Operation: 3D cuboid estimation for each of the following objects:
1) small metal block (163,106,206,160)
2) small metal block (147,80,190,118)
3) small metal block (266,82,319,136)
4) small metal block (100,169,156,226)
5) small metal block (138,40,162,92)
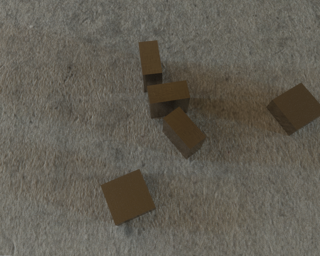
[{"bbox_3d":[0.029,0.008,0.392,0.025,0.050,0.050,-37,75,-12],"label":"small metal block"},{"bbox_3d":[0.010,-0.037,0.408,0.050,0.050,0.025,-9,71,-4],"label":"small metal block"},{"bbox_3d":[0.183,-0.025,0.420,0.050,0.025,0.050,-30,73,-11],"label":"small metal block"},{"bbox_3d":[-0.038,0.085,0.377,0.050,0.025,0.050,-22,72,-8],"label":"small metal block"},{"bbox_3d":[-0.013,-0.084,0.425,0.025,0.050,0.050,-7,70,-3],"label":"small metal block"}]
